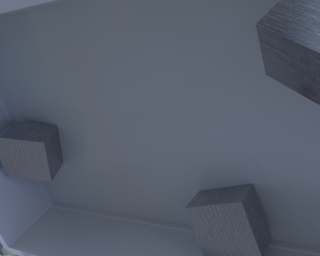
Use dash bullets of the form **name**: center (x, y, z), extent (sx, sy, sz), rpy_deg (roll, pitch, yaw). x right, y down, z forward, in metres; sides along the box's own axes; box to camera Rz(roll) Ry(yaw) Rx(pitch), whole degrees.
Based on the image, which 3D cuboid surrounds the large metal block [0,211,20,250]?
- **large metal block**: center (-0.409, 0.257, 0.751), extent (0.050, 0.080, 0.080), rpy_deg (-30, 102, 38)

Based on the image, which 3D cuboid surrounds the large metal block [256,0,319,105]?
- **large metal block**: center (0.117, -0.055, 0.176), extent (0.080, 0.080, 0.050), rpy_deg (43, 176, 36)

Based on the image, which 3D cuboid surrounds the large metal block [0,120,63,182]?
- **large metal block**: center (-0.215, 0.038, 0.516), extent (0.080, 0.050, 0.079), rpy_deg (6, 123, 5)

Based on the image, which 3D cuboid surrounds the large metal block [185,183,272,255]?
- **large metal block**: center (0.091, 0.126, 0.412), extent (0.080, 0.050, 0.080), rpy_deg (-17, 98, 34)
